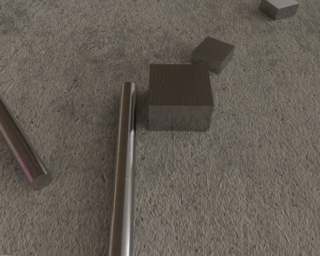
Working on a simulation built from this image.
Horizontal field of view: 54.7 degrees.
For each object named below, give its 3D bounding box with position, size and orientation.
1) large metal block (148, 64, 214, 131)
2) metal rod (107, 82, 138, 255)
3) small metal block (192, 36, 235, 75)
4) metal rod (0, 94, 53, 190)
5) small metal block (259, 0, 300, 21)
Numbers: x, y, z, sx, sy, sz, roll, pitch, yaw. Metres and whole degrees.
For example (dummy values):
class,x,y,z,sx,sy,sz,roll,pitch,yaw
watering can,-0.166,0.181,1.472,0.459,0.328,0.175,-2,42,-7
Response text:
class,x,y,z,sx,sy,sz,roll,pitch,yaw
large metal block,0.026,-0.042,0.423,0.081,0.050,0.080,0,50,0
metal rod,-0.041,0.057,0.354,0.025,0.025,0.300,-1,50,-1
small metal block,0.087,-0.119,0.504,0.050,0.025,0.050,27,55,20
metal rod,-0.225,-0.031,0.425,0.025,0.025,0.300,-30,57,-23
small metal block,0.233,-0.239,0.607,0.050,0.025,0.050,-20,53,-16
